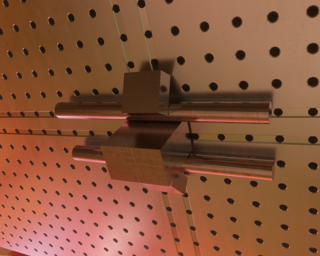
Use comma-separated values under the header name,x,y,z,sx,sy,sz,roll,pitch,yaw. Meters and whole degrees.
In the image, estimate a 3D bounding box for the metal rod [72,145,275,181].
name,x,y,z,sx,sy,sz,roll,pitch,yaw
metal rod,0.000,0.045,0.434,0.301,0.025,0.025,2,120,27

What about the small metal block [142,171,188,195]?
name,x,y,z,sx,sy,sz,roll,pitch,yaw
small metal block,0.005,0.072,0.433,0.050,0.025,0.050,3,157,26

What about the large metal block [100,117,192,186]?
name,x,y,z,sx,sy,sz,roll,pitch,yaw
large metal block,-0.014,0.025,0.392,0.080,0.080,0.050,2,119,27

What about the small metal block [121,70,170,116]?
name,x,y,z,sx,sy,sz,roll,pitch,yaw
small metal block,-0.017,-0.041,0.375,0.050,0.025,0.050,1,84,27

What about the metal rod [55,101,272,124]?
name,x,y,z,sx,sy,sz,roll,pitch,yaw
metal rod,-0.015,-0.022,0.400,0.301,0.025,0.025,2,120,27
